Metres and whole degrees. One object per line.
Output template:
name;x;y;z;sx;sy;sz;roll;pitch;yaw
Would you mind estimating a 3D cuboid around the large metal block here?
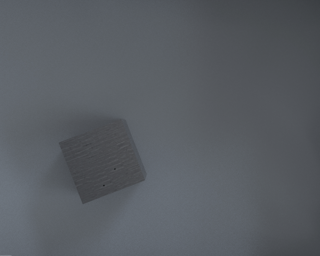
large metal block;-0.070;0.040;0.398;0.080;0.050;0.080;-21;90;-1
